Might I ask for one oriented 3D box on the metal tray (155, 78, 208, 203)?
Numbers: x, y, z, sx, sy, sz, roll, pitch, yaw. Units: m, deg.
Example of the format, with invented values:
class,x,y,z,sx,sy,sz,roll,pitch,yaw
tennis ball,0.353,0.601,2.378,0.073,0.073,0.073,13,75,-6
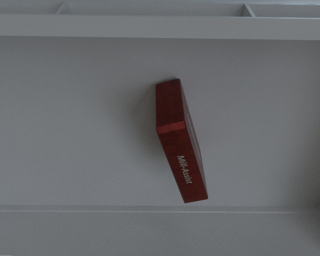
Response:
class,x,y,z,sx,sy,sz,roll,pitch,yaw
metal tray,0.027,0.018,0.378,0.030,0.090,0.130,-13,129,9
